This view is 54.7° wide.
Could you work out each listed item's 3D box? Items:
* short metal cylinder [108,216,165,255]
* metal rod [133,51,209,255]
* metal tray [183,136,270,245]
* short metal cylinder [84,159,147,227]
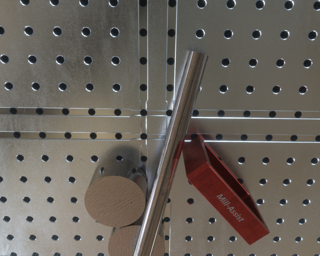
[{"bbox_3d":[-0.033,0.161,0.459,0.081,0.050,0.079,0,110,0],"label":"short metal cylinder"},{"bbox_3d":[0.009,0.052,0.399,0.025,0.025,0.298,15,97,-6],"label":"metal rod"},{"bbox_3d":[0.084,0.079,0.408,0.030,0.090,0.130,-39,106,13],"label":"metal tray"},{"bbox_3d":[-0.059,0.090,0.432,0.081,0.050,0.079,0,110,0],"label":"short metal cylinder"}]
